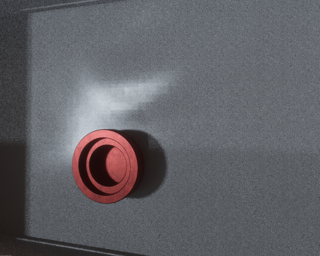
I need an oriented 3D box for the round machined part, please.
[{"bbox_3d":[-0.066,0.050,0.424,0.098,0.042,0.097,0,90,19],"label":"round machined part"}]
